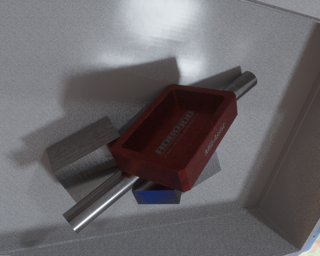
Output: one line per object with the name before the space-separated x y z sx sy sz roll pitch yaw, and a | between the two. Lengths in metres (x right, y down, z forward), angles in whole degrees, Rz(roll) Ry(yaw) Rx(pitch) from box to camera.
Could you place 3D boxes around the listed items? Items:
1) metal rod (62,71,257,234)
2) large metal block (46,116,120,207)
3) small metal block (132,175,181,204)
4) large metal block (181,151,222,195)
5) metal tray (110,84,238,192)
metal rod | 0.017 0.015 0.379 0.302 0.025 0.025 -38 131 -23
large metal block | -0.077 0.046 0.375 0.080 0.050 0.080 -30 129 -10
small metal block | 0.000 0.062 0.368 0.050 0.050 0.025 -5 129 17
large metal block | 0.032 0.040 0.435 0.080 0.050 0.080 -30 129 -10
metal tray | 0.020 0.002 0.344 0.131 0.090 0.030 -50 139 -36
